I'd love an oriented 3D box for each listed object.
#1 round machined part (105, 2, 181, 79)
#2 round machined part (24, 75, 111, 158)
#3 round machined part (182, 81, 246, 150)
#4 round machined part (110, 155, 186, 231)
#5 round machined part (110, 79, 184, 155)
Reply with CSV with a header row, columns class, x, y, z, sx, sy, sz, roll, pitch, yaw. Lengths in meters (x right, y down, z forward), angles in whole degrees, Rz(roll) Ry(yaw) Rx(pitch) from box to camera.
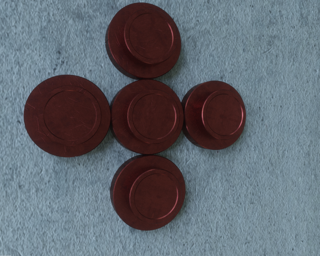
class,x,y,z,sx,sy,sz,roll,pitch,yaw
round machined part,-0.017,-0.112,0.396,0.099,0.042,0.097,0,90,-21
round machined part,-0.106,-0.014,0.363,0.099,0.042,0.097,0,90,-21
round machined part,0.079,-0.018,0.432,0.099,0.042,0.097,0,90,-21
round machined part,-0.011,0.084,0.398,0.099,0.042,0.097,0,90,-21
round machined part,-0.013,-0.014,0.397,0.099,0.042,0.097,0,90,-21
